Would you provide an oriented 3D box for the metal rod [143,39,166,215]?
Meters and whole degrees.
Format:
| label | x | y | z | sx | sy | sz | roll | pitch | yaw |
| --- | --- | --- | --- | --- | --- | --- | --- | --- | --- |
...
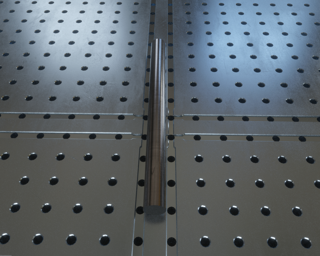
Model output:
| label | x | y | z | sx | sy | sz | roll | pitch | yaw |
| --- | --- | --- | --- | --- | --- | --- | --- | --- | --- |
| metal rod | -0.004 | -0.026 | 0.430 | 0.025 | 0.025 | 0.300 | 1 | 50 | 0 |
